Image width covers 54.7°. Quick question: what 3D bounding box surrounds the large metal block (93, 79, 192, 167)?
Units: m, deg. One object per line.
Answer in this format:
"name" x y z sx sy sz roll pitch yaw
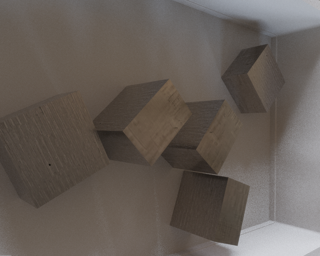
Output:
"large metal block" -0.025 -0.007 0.350 0.080 0.080 0.050 -51 120 -28

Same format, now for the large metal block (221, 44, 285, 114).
"large metal block" 0.159 -0.081 0.523 0.080 0.050 0.080 -51 120 -28

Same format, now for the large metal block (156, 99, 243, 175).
"large metal block" 0.050 0.010 0.413 0.050 0.080 0.080 49 61 -29

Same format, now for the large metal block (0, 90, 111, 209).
"large metal block" -0.108 0.017 0.300 0.081 0.050 0.080 -31 110 -36

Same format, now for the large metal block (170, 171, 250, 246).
"large metal block" 0.068 0.108 0.428 0.050 0.080 0.080 26 74 -37
